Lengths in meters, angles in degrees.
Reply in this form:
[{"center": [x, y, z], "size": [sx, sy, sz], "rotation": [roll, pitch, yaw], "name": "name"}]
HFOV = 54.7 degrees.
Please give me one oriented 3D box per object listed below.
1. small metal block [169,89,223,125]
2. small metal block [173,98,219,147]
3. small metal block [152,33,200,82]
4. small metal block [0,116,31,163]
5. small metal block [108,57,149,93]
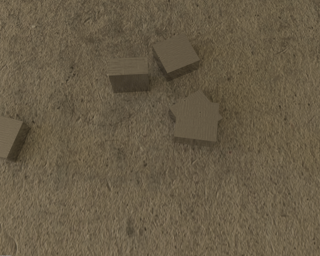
[{"center": [0.047, -0.016, 0.414], "size": [0.050, 0.025, 0.050], "rotation": [-32, 73, -11], "name": "small metal block"}, {"center": [0.045, -0.006, 0.384], "size": [0.050, 0.025, 0.050], "rotation": [7, 71, 2], "name": "small metal block"}, {"center": [0.022, -0.102, 0.445], "size": [0.050, 0.025, 0.050], "rotation": [-24, 72, -9], "name": "small metal block"}, {"center": [-0.206, 0.013, 0.402], "size": [0.050, 0.025, 0.050], "rotation": [14, 71, 5], "name": "small metal block"}, {"center": [-0.041, -0.071, 0.420], "size": [0.050, 0.050, 0.025], "rotation": [-3, 70, -1], "name": "small metal block"}]
